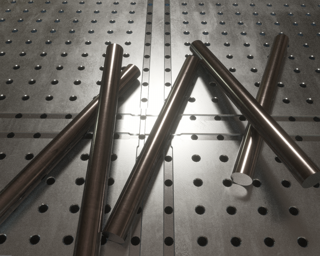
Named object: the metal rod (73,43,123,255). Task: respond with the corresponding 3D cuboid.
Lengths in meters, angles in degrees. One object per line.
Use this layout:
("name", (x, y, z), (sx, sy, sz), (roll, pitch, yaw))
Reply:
("metal rod", (-0.069, 0.008, 0.378), (0.025, 0.025, 0.300), (1, 56, 0))

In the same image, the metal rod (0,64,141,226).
("metal rod", (-0.115, 0.011, 0.397), (0.025, 0.025, 0.301), (24, 54, 18))

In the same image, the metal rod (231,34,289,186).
("metal rod", (0.153, -0.046, 0.448), (0.025, 0.025, 0.301), (18, 52, 14))

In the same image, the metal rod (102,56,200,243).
("metal rod", (0.003, 0.003, 0.405), (0.025, 0.025, 0.301), (15, 51, 12))

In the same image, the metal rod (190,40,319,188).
("metal rod", (0.108, -0.042, 0.418), (0.025, 0.025, 0.300), (-14, 44, -12))
